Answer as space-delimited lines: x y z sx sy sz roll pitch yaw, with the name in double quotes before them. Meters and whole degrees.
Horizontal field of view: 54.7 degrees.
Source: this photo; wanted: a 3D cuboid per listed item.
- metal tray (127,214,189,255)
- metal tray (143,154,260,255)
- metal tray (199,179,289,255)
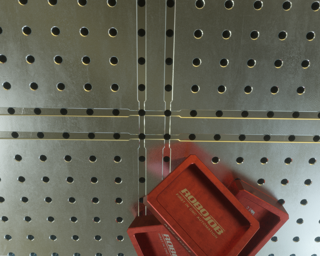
"metal tray" 0.017 0.190 0.457 0.090 0.030 0.129 -15 104 26
"metal tray" 0.054 0.111 0.405 0.090 0.030 0.130 -41 84 -23
"metal tray" 0.116 0.151 0.468 0.090 0.030 0.129 30 107 -11
